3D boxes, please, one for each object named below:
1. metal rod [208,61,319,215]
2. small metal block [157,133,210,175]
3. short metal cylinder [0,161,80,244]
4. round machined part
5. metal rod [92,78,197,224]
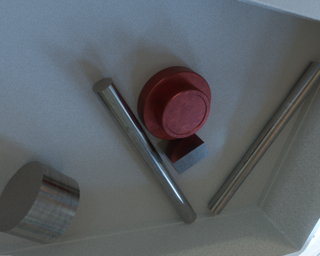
[{"bbox_3d":[0.175,0.024,0.521,0.025,0.025,0.299,23,106,-37],"label":"metal rod"},{"bbox_3d":[0.032,0.029,0.430,0.050,0.050,0.025,-33,129,-7],"label":"small metal block"},{"bbox_3d":[-0.138,0.084,0.350,0.080,0.080,0.050,-47,130,4],"label":"short metal cylinder"},{"bbox_3d":[0.024,-0.026,0.397,0.099,0.042,0.097,-14,124,-21],"label":"round machined part"},{"bbox_3d":[-0.006,0.053,0.439,0.025,0.025,0.299,-35,129,-6],"label":"metal rod"}]
